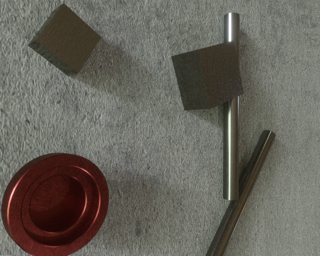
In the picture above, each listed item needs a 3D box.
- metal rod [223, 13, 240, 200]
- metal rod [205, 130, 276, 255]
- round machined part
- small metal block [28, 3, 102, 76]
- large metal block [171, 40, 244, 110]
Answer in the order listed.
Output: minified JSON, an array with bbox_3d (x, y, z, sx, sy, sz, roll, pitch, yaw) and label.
[{"bbox_3d":[0.116,-0.034,0.504,0.025,0.025,0.298,0,90,-40],"label":"metal rod"},{"bbox_3d":[0.130,0.126,0.517,0.025,0.025,0.300,48,61,-30],"label":"metal rod"},{"bbox_3d":[-0.104,0.073,0.308,0.099,0.042,0.097,0,90,-40],"label":"round machined part"},{"bbox_3d":[-0.098,-0.091,0.323,0.050,0.025,0.050,39,66,-33],"label":"small metal block"},{"bbox_3d":[0.071,-0.076,0.450,0.081,0.050,0.080,-24,106,-38],"label":"large metal block"}]
